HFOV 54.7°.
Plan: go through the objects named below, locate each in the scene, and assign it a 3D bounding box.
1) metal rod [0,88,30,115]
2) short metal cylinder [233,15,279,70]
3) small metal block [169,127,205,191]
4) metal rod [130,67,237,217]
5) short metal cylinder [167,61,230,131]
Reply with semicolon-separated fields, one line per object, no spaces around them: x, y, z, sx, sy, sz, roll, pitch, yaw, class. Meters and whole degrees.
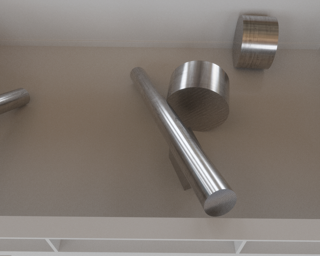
-0.246;0.007;0.311;0.025;0.025;0.301;17;25;14;metal rod
0.147;-0.133;0.483;0.050;0.080;0.080;4;50;3;short metal cylinder
0.032;0.036;0.359;0.025;0.050;0.050;-16;52;-13;small metal block
0.005;-0.014;0.347;0.025;0.025;0.300;-12;30;-10;metal rod
0.050;-0.040;0.404;0.080;0.080;0.050;7;51;5;short metal cylinder
